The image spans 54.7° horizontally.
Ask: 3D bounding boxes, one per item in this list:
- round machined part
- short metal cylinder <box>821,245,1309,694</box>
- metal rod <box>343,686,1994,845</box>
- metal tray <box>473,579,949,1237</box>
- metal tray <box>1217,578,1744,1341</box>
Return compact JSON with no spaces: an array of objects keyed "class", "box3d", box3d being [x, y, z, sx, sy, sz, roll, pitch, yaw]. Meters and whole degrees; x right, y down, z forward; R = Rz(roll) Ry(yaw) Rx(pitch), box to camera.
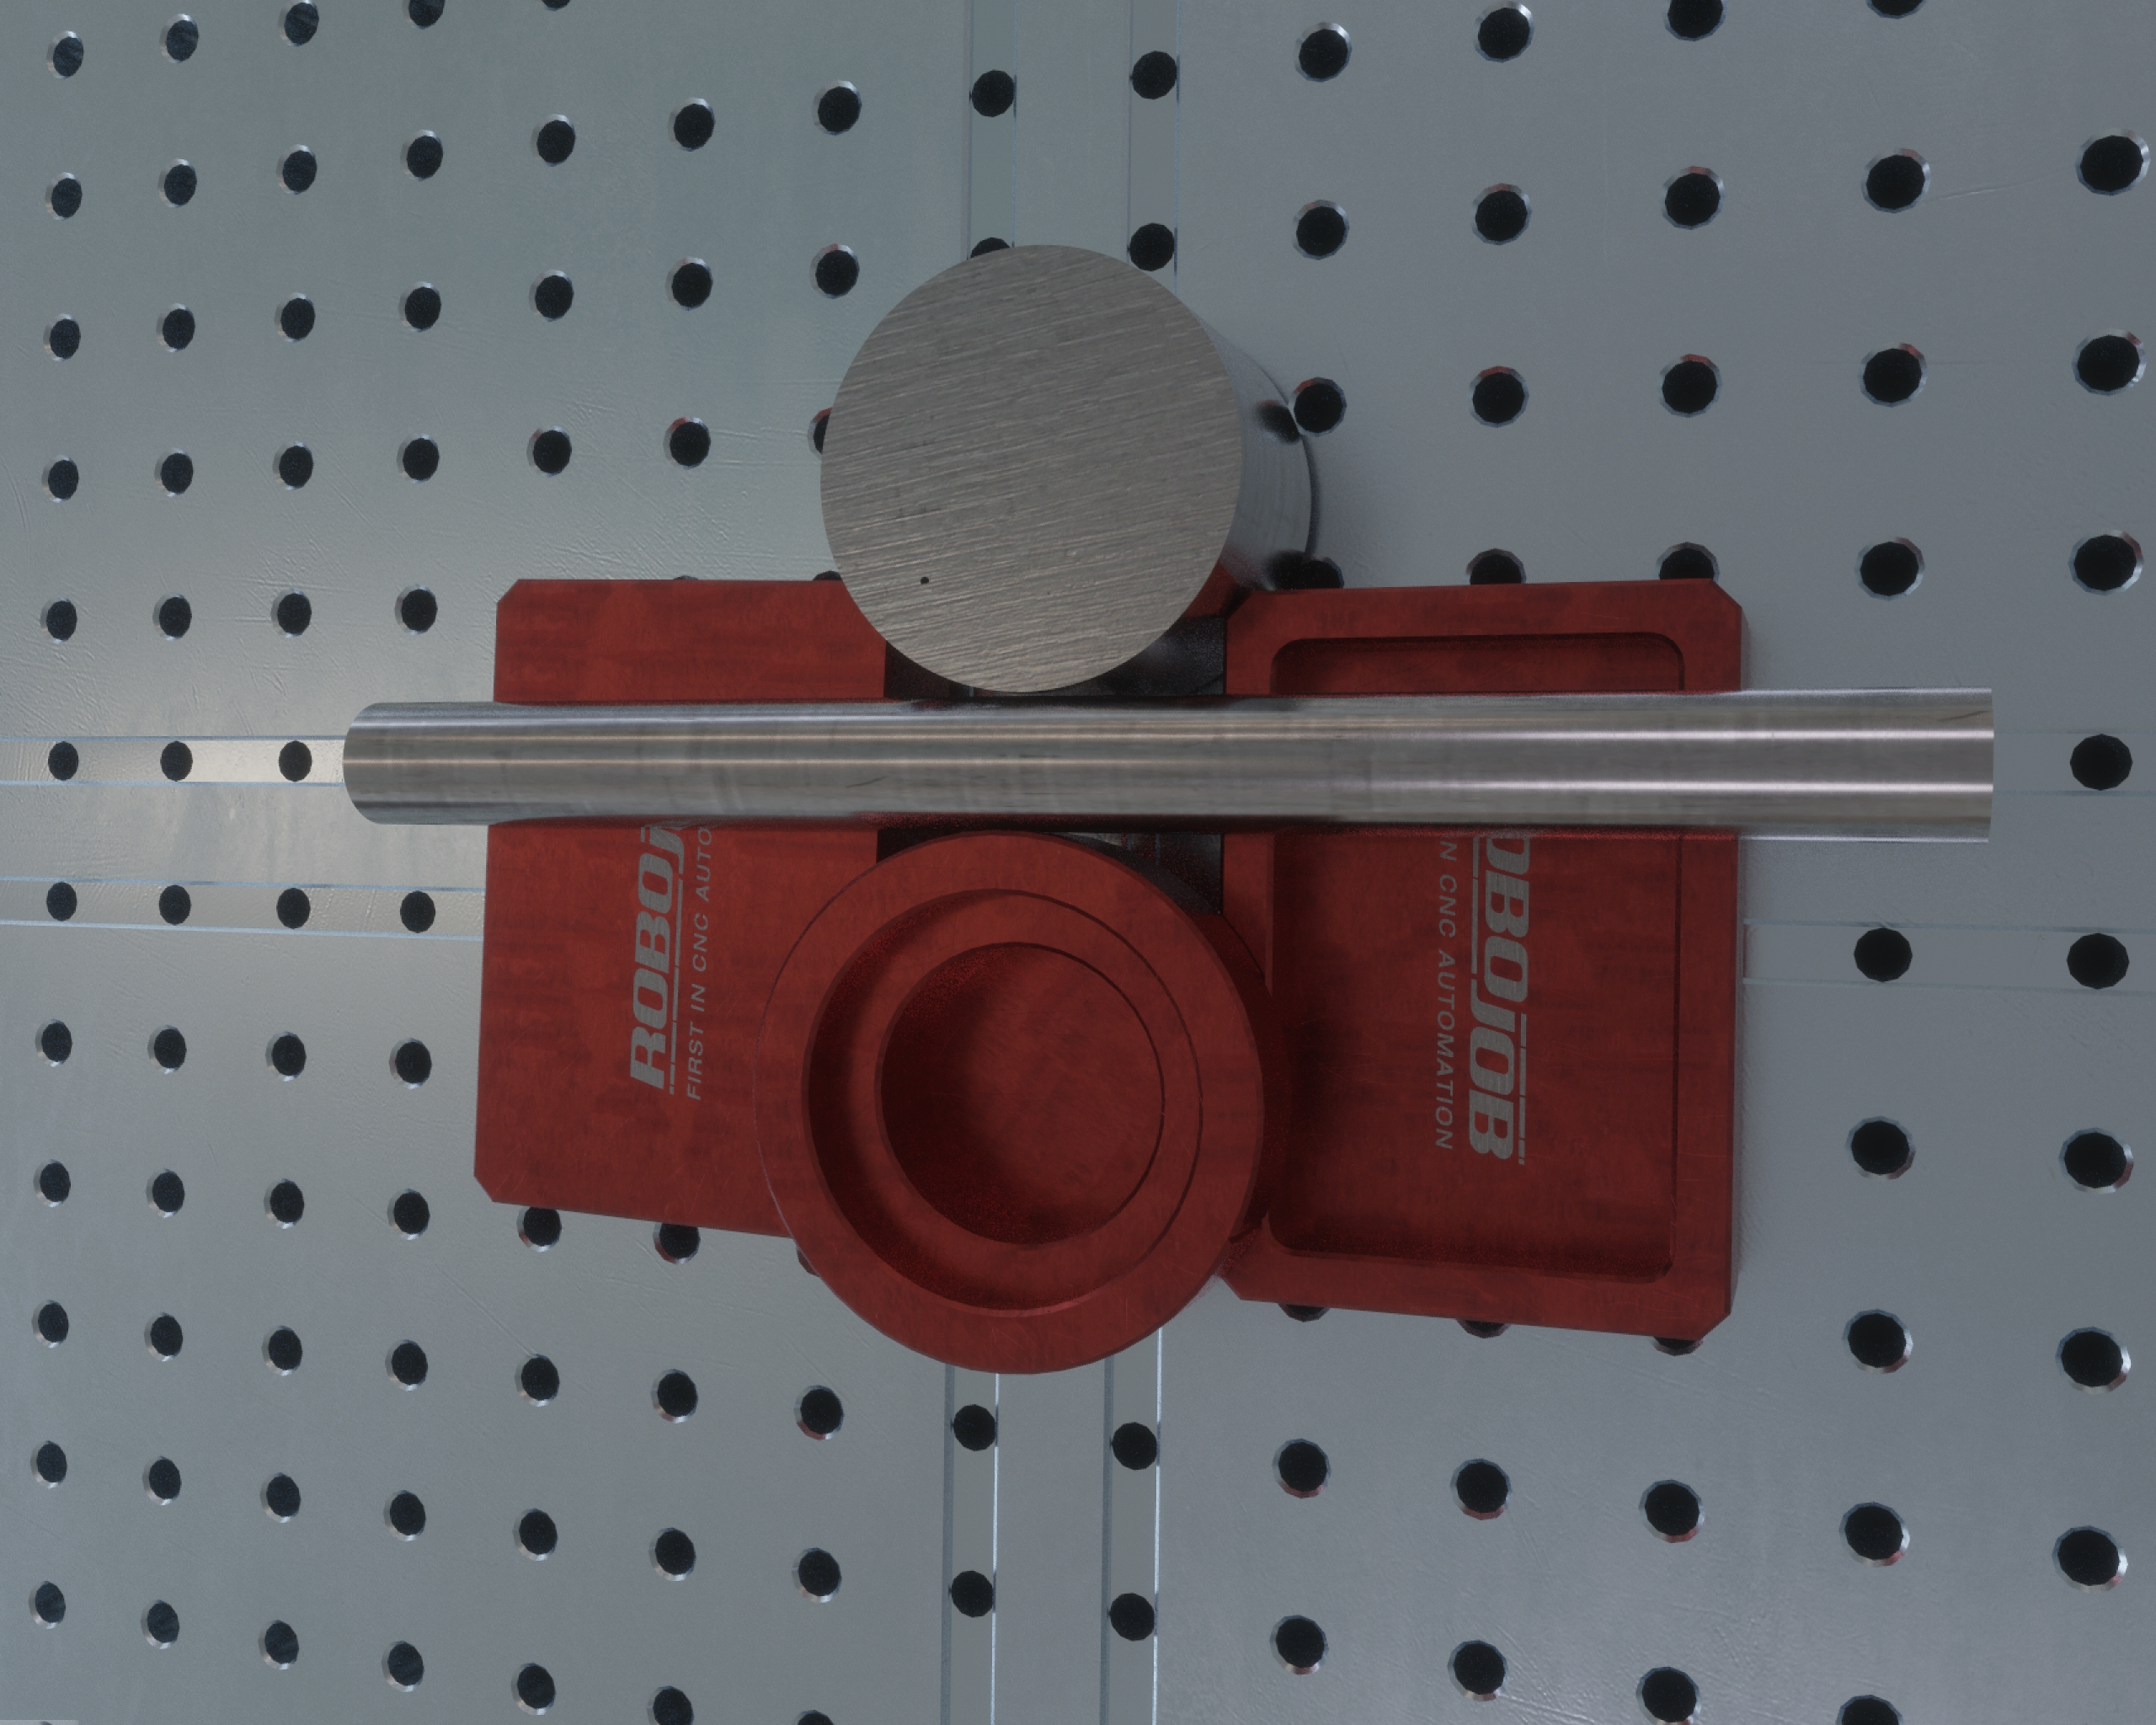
[{"class":"round machined part","box3d":[-0.007,0.043,0.392,0.098,0.042,0.097,0,90,19]},{"class":"short metal cylinder","box3d":[-0.001,-0.070,0.395,0.080,0.050,0.079,0,90,20]},{"class":"metal rod","box3d":[0.000,-0.018,0.376,0.301,0.025,0.025,1,91,19]},{"class":"metal tray","box3d":[-0.076,0.008,0.431,0.090,0.030,0.129,3,91,19]},{"class":"metal tray","box3d":[0.073,0.016,0.380,0.090,0.030,0.129,1,90,19]}]
